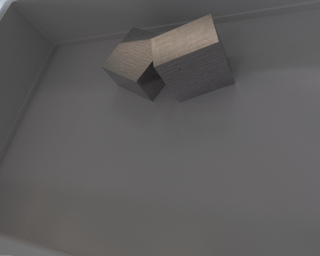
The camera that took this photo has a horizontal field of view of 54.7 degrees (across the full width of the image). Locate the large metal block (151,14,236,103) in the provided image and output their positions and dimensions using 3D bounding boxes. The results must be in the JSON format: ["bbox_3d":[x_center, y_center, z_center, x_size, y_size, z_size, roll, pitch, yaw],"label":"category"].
[{"bbox_3d":[0.044,-0.086,0.400,0.080,0.080,0.050,-18,55,18],"label":"large metal block"}]

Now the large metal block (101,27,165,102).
[{"bbox_3d":[-0.026,-0.096,0.463,0.080,0.050,0.080,28,77,37],"label":"large metal block"}]
